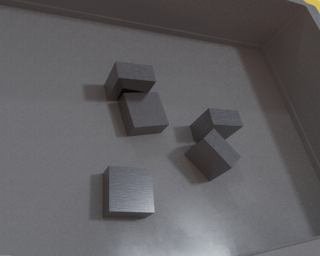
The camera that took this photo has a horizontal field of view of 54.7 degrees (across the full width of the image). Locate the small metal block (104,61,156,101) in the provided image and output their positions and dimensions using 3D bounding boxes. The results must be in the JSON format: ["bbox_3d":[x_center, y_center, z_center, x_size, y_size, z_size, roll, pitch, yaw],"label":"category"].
[{"bbox_3d":[-0.040,-0.059,0.405,0.050,0.050,0.025,1,61,-28],"label":"small metal block"}]

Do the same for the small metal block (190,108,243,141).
[{"bbox_3d":[0.079,-0.003,0.436,0.050,0.050,0.025,3,61,-27],"label":"small metal block"}]

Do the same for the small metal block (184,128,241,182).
[{"bbox_3d":[0.068,0.036,0.406,0.050,0.050,0.025,47,51,4],"label":"small metal block"}]

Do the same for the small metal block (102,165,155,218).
[{"bbox_3d":[-0.036,0.072,0.344,0.050,0.025,0.050,9,58,-24],"label":"small metal block"}]

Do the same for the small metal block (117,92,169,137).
[{"bbox_3d":[-0.022,-0.019,0.406,0.050,0.025,0.050,-5,65,-31],"label":"small metal block"}]
